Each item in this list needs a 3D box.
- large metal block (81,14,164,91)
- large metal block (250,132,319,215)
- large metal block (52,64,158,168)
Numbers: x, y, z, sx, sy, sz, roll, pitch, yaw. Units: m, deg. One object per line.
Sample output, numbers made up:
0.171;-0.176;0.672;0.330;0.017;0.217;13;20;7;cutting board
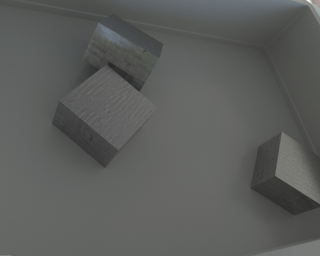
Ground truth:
-0.045;-0.101;0.407;0.080;0.050;0.080;29;26;-10;large metal block
0.186;0.066;0.449;0.080;0.050;0.080;32;52;-8;large metal block
-0.064;-0.015;0.364;0.080;0.050;0.080;41;51;-1;large metal block
